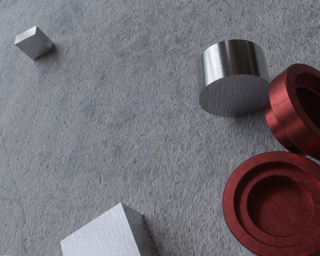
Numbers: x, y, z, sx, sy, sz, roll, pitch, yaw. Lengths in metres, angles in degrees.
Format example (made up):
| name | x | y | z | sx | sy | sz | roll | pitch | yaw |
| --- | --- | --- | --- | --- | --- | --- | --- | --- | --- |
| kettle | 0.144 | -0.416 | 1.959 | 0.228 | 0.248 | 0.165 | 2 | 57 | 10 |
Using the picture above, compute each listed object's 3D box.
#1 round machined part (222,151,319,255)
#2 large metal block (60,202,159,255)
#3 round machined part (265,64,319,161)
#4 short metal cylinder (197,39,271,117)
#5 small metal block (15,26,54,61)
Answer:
| name | x | y | z | sx | sy | sz | roll | pitch | yaw |
| --- | --- | --- | --- | --- | --- | --- | --- | --- | --- |
| round machined part | 0.112 | 0.074 | 0.288 | 0.098 | 0.042 | 0.098 | -13 | 56 | 20 |
| large metal block | -0.049 | 0.140 | 0.326 | 0.080 | 0.050 | 0.080 | -34 | 52 | 5 |
| round machined part | 0.143 | -0.011 | 0.301 | 0.042 | 0.099 | 0.098 | -44 | 38 | 48 |
| short metal cylinder | 0.084 | -0.055 | 0.357 | 0.080 | 0.080 | 0.050 | -13 | 57 | 21 |
| small metal block | -0.250 | -0.169 | 0.620 | 0.050 | 0.050 | 0.025 | -20 | 54 | 16 |
